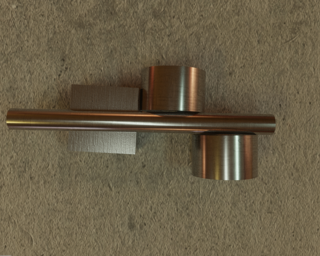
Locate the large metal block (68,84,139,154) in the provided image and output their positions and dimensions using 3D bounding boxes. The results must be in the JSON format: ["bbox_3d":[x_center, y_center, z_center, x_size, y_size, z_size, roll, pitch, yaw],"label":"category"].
[{"bbox_3d":[-0.068,-0.011,0.395,0.081,0.050,0.079,3,90,-1],"label":"large metal block"}]

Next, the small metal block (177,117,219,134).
[{"bbox_3d":[0.046,-0.005,0.398,0.050,0.050,0.025,1,90,-1],"label":"small metal block"}]

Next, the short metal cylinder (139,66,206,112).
[{"bbox_3d":[0.016,-0.045,0.385,0.081,0.080,0.050,2,90,-1],"label":"short metal cylinder"}]

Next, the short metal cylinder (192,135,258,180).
[{"bbox_3d":[0.080,0.033,0.384,0.081,0.080,0.050,0,90,-1],"label":"short metal cylinder"}]

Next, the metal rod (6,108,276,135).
[{"bbox_3d":[-0.020,-0.007,0.360,0.302,0.025,0.025,1,90,-2],"label":"metal rod"}]
